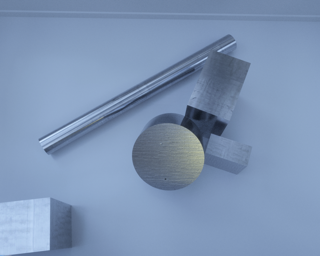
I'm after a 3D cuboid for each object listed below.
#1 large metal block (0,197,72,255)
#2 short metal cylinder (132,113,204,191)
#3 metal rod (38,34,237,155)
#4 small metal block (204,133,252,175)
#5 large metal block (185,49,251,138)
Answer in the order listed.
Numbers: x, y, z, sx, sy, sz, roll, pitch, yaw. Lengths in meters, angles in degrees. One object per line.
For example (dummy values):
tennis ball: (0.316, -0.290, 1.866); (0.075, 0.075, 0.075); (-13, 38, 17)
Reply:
large metal block: (-0.148, 0.110, 0.338); (0.081, 0.080, 0.050); (-6, 70, -3)
short metal cylinder: (0.011, 0.027, 0.367); (0.080, 0.050, 0.079); (2, 105, 6)
metal rod: (-0.022, -0.051, 0.428); (0.301, 0.025, 0.025); (-31, 73, -11)
small metal block: (0.080, 0.034, 0.385); (0.050, 0.050, 0.025); (18, 71, 6)
large metal block: (0.069, -0.038, 0.395); (0.050, 0.080, 0.080); (22, 71, 7)
